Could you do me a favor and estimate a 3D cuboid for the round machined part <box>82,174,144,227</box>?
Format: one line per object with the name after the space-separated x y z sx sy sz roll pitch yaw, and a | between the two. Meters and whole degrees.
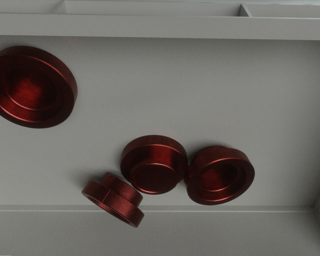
-0.065 0.105 0.466 0.098 0.042 0.098 27 157 13 | round machined part

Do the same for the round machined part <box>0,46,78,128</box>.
-0.144 -0.049 0.354 0.099 0.042 0.097 -1 130 0 | round machined part

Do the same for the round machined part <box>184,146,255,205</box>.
0.082 0.064 0.446 0.099 0.042 0.097 -7 130 -9 | round machined part

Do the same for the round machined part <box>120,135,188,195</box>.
-0.008 0.060 0.449 0.099 0.042 0.097 0 130 0 | round machined part
